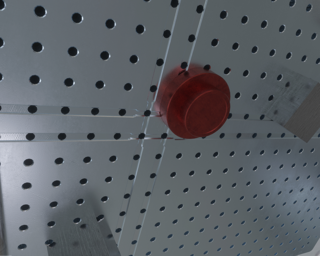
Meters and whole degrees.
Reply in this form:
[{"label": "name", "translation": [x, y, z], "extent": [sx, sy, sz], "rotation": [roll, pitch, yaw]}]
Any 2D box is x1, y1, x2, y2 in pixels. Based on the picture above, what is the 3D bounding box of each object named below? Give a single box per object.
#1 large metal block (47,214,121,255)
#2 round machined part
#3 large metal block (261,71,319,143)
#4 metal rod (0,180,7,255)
[{"label": "large metal block", "translation": [-0.103, 0.184, 0.433], "extent": [0.080, 0.080, 0.050], "rotation": [-33, 129, -7]}, {"label": "round machined part", "translation": [0.054, -0.027, 0.413], "extent": [0.099, 0.042, 0.097], "rotation": [-14, 124, -21]}, {"label": "large metal block", "translation": [0.225, -0.032, 0.497], "extent": [0.080, 0.050, 0.080], "rotation": [25, 105, -37]}, {"label": "metal rod", "translation": [-0.207, 0.147, 0.388], "extent": [0.025, 0.025, 0.298], "rotation": [-5, 121, -26]}]
